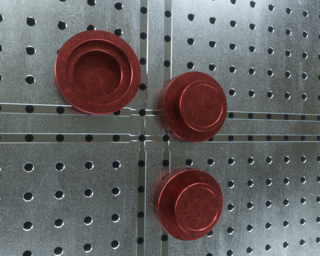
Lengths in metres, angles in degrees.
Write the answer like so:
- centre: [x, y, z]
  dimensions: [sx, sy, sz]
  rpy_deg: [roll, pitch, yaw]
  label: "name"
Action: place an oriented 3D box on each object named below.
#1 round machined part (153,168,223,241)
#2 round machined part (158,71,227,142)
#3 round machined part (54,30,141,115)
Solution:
- centre: [0.044, 0.105, 0.421]
  dimensions: [0.099, 0.042, 0.097]
  rpy_deg: [0, 90, -20]
  label: "round machined part"
- centre: [0.050, -0.029, 0.423]
  dimensions: [0.099, 0.042, 0.097]
  rpy_deg: [0, 90, -21]
  label: "round machined part"
- centre: [-0.076, -0.065, 0.376]
  dimensions: [0.099, 0.042, 0.097]
  rpy_deg: [0, 90, -21]
  label: "round machined part"
